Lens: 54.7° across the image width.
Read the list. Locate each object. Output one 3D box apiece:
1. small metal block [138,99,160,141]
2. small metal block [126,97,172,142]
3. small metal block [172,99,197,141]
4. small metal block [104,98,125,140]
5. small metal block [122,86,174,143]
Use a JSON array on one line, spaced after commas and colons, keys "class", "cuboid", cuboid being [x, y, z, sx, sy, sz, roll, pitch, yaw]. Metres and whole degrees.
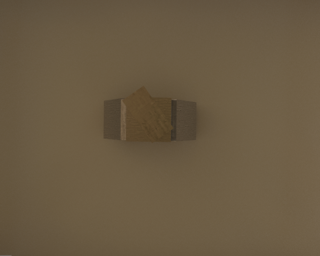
[{"class": "small metal block", "cuboid": [-0.013, -0.009, 0.397, 0.025, 0.050, 0.050, 1, 90, 0]}, {"class": "small metal block", "cuboid": [-0.013, -0.009, 0.359, 0.050, 0.025, 0.050, 1, 90, 0]}, {"class": "small metal block", "cuboid": [0.023, -0.009, 0.395, 0.025, 0.050, 0.050, 1, 90, 34]}, {"class": "small metal block", "cuboid": [-0.050, -0.011, 0.394, 0.025, 0.050, 0.050, 1, 90, -34]}, {"class": "small metal block", "cuboid": [-0.011, -0.013, 0.321, 0.025, 0.050, 0.050, -35, 90, 1]}]
